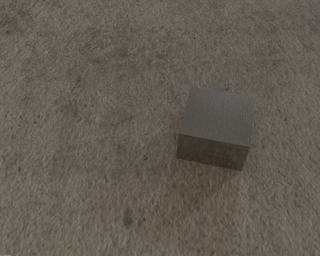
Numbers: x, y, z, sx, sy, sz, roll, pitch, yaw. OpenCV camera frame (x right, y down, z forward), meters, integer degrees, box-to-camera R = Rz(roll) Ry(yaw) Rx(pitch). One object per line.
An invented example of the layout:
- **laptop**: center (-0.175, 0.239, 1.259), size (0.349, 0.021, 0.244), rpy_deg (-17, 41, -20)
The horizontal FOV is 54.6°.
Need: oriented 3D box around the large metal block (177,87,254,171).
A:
- **large metal block**: center (0.069, 0.000, 0.388), size (0.080, 0.050, 0.080), rpy_deg (11, 51, 9)
